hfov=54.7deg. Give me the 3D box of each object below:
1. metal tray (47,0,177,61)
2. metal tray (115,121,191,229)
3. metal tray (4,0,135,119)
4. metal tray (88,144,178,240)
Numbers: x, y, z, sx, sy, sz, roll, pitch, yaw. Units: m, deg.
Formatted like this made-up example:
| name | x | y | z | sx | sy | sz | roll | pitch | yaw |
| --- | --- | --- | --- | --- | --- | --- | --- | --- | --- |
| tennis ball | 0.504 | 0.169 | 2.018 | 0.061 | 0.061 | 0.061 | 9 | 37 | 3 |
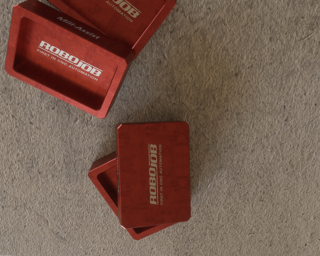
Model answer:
| name | x | y | z | sx | sy | sz | roll | pitch | yaw |
| --- | --- | --- | --- | --- | --- | --- | --- | --- | --- |
| metal tray | -0.058 | -0.150 | 0.351 | 0.130 | 0.030 | 0.090 | 36 | 106 | -13 |
| metal tray | -0.009 | 0.057 | 0.398 | 0.091 | 0.030 | 0.129 | -3 | 94 | -14 |
| metal tray | -0.106 | -0.077 | 0.358 | 0.131 | 0.030 | 0.089 | 26 | 126 | -6 |
| metal tray | -0.028 | 0.088 | 0.439 | 0.090 | 0.030 | 0.130 | -27 | 108 | 9 |
